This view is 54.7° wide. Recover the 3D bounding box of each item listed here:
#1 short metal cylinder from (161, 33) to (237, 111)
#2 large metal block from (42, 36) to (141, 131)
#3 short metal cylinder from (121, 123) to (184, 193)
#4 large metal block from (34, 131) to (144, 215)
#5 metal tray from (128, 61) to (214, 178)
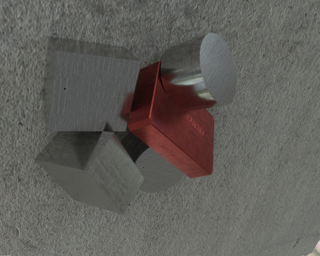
[{"bbox_3d":[0.046,-0.062,0.354,0.080,0.050,0.080,12,74,-49],"label":"short metal cylinder"},{"bbox_3d":[-0.074,-0.043,0.322,0.081,0.050,0.079,1,118,-29],"label":"large metal block"},{"bbox_3d":[-0.008,0.039,0.413,0.081,0.050,0.079,-14,124,-21],"label":"short metal cylinder"},{"bbox_3d":[-0.077,0.047,0.351,0.050,0.080,0.080,-59,139,-33],"label":"large metal block"},{"bbox_3d":[0.021,-0.006,0.376,0.030,0.090,0.130,-17,139,33],"label":"metal tray"}]
